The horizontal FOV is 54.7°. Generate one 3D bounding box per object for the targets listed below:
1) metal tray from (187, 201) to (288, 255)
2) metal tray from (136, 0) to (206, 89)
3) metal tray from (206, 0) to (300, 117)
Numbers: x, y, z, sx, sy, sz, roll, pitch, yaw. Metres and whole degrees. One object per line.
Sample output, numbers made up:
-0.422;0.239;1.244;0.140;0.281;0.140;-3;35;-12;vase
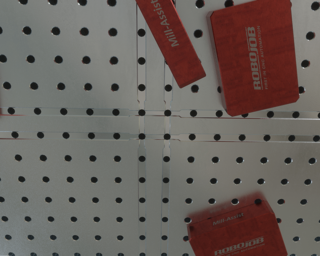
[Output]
0.118;0.175;0.477;0.130;0.030;0.090;-21;109;7;metal tray
0.004;-0.115;0.336;0.030;0.090;0.130;-26;108;9;metal tray
0.115;-0.087;0.381;0.090;0.030;0.129;-13;110;4;metal tray
